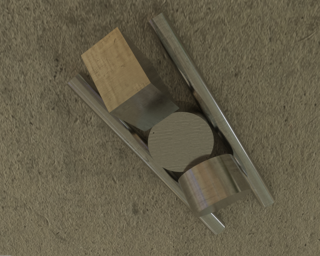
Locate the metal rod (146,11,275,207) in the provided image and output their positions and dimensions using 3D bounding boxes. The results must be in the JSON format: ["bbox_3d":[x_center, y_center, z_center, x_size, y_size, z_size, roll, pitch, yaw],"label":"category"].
[{"bbox_3d":[0.075,-0.012,0.407,0.025,0.025,0.299,-31,108,10],"label":"metal rod"}]

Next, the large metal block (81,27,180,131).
[{"bbox_3d":[-0.031,-0.050,0.346,0.050,0.080,0.080,-35,65,12],"label":"large metal block"}]

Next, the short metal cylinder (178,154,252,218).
[{"bbox_3d":[0.071,0.076,0.404,0.080,0.080,0.050,-30,65,10],"label":"short metal cylinder"}]

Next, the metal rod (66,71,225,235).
[{"bbox_3d":[-0.010,0.044,0.426,0.025,0.025,0.300,-39,106,13],"label":"metal rod"}]

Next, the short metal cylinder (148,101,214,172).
[{"bbox_3d":[0.025,0.010,0.401,0.081,0.050,0.079,0,110,0],"label":"short metal cylinder"}]
